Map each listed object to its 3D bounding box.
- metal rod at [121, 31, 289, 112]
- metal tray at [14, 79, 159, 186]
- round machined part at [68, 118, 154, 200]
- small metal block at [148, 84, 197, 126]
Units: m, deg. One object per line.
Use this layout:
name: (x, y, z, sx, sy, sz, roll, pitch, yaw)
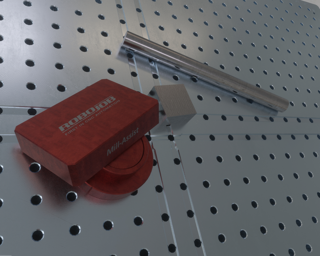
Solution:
metal rod: (0.083, -0.086, 0.505, 0.302, 0.025, 0.025, 19, 54, -17)
metal tray: (-0.074, -0.004, 0.339, 0.090, 0.030, 0.131, 25, 45, 28)
round machined part: (-0.052, 0.028, 0.352, 0.099, 0.042, 0.098, 13, 56, -21)
small metal block: (0.017, -0.033, 0.437, 0.050, 0.025, 0.050, -9, 66, -32)
